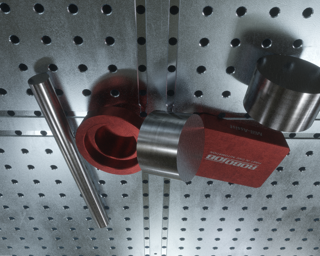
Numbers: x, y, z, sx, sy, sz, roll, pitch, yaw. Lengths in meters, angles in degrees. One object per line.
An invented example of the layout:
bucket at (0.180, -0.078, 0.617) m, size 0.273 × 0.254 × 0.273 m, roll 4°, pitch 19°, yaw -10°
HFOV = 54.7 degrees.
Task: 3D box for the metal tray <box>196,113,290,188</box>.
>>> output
metal tray at (0.102, 0.036, 0.440) m, size 0.131 × 0.030 × 0.089 m, roll 13°, pitch 129°, yaw -12°

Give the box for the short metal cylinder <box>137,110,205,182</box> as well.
short metal cylinder at (0.015, 0.020, 0.370) m, size 0.050 × 0.080 × 0.080 m, roll 8°, pitch 135°, yaw 28°

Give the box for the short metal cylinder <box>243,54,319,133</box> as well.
short metal cylinder at (0.139, -0.040, 0.343) m, size 0.081 × 0.080 × 0.050 m, roll 5°, pitch 130°, yaw -4°

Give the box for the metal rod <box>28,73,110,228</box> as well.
metal rod at (-0.122, 0.055, 0.457) m, size 0.025 × 0.025 × 0.298 m, roll -6°, pitch 130°, yaw 5°

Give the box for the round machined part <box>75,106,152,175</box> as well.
round machined part at (-0.055, 0.012, 0.403) m, size 0.098 × 0.042 × 0.097 m, roll 6°, pitch 128°, yaw 8°
